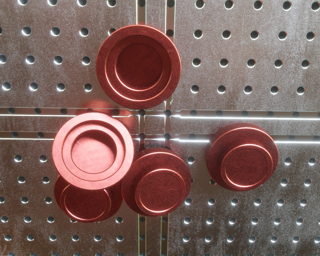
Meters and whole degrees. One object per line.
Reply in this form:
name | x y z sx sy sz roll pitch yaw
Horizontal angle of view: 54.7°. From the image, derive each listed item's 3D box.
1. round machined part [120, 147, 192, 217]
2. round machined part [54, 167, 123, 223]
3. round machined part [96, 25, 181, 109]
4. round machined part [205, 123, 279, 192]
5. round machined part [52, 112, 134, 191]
round machined part | -0.003 0.079 0.422 0.099 0.042 0.097 -4 107 -13
round machined part | -0.101 0.094 0.438 0.099 0.042 0.097 0 110 -1
round machined part | -0.025 -0.075 0.376 0.099 0.042 0.097 0 110 -1
round machined part | 0.113 0.045 0.423 0.099 0.042 0.097 0 110 -1
round machined part | -0.085 0.032 0.398 0.099 0.042 0.098 4 75 -13
